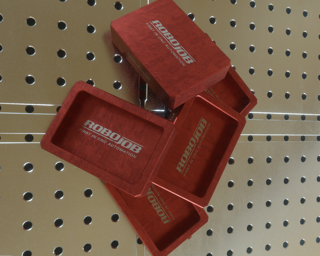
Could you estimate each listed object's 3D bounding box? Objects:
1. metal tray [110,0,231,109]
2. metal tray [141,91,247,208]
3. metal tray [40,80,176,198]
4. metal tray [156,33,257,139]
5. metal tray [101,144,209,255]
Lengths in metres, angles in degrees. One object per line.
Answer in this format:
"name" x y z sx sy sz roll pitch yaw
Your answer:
"metal tray" 0.011 -0.096 0.382 0.091 0.030 0.130 -32 71 -18
"metal tray" 0.044 0.024 0.396 0.090 0.030 0.130 30 80 -18
"metal tray" -0.058 0.011 0.357 0.130 0.030 0.090 25 80 12
"metal tray" 0.066 -0.054 0.435 0.090 0.030 0.130 -45 105 -15
"metal tray" -0.005 0.095 0.409 0.090 0.030 0.130 -34 102 -17
